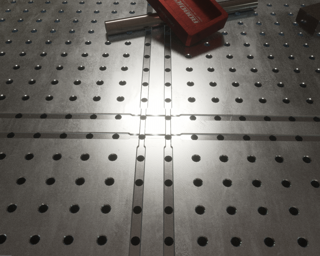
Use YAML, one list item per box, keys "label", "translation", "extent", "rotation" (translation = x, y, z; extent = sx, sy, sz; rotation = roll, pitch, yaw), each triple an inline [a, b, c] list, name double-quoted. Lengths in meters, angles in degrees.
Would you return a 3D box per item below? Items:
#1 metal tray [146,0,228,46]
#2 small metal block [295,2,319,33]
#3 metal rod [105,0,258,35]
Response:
- label: "metal tray"
  translation: [0.047, -0.219, 0.559]
  extent: [0.091, 0.030, 0.130]
  rotation: [-32, 74, -18]
- label: "small metal block"
  translation: [0.299, -0.210, 0.588]
  extent: [0.050, 0.025, 0.050]
  rotation: [-20, 53, -17]
- label: "metal rod"
  translation: [0.047, -0.215, 0.588]
  extent: [0.302, 0.025, 0.025]
  rotation: [-14, 52, -12]
